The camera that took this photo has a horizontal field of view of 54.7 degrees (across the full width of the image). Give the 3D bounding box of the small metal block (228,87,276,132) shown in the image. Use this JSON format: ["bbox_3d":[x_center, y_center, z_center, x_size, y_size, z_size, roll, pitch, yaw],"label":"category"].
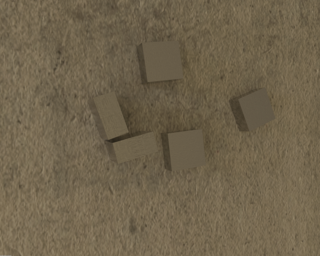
[{"bbox_3d":[0.137,-0.027,0.461,0.050,0.025,0.050,-24,98,-19],"label":"small metal block"}]

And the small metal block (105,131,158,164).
[{"bbox_3d":[-0.037,0.022,0.383,0.050,0.050,0.025,-16,96,-20],"label":"small metal block"}]

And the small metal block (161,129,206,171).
[{"bbox_3d":[0.032,0.029,0.422,0.050,0.025,0.050,-7,93,-20],"label":"small metal block"}]

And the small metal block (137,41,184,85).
[{"bbox_3d":[0.000,-0.086,0.410,0.050,0.025,0.050,-9,93,-20],"label":"small metal block"}]

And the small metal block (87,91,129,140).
[{"bbox_3d":[-0.064,-0.014,0.373,0.025,0.050,0.050,-21,98,-19],"label":"small metal block"}]
